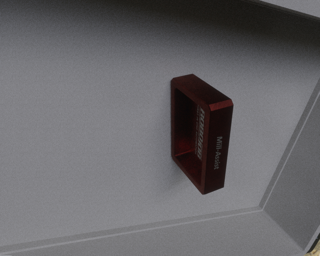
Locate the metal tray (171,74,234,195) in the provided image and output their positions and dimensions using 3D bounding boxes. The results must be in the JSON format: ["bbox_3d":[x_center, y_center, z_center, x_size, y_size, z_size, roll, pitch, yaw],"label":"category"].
[{"bbox_3d":[0.048,0.008,0.393,0.030,0.090,0.129,-16,125,-21],"label":"metal tray"}]
